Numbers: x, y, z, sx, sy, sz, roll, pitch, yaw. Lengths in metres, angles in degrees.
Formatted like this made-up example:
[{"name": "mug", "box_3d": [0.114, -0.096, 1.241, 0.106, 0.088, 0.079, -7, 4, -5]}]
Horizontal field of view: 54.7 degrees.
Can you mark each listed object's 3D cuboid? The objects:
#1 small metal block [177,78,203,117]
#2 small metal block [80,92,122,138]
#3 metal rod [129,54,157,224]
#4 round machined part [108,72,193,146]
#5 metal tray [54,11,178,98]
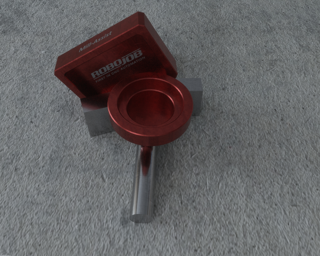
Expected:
[{"name": "small metal block", "box_3d": [0.030, -0.041, 0.423, 0.050, 0.050, 0.025, -1, 50, -2]}, {"name": "small metal block", "box_3d": [-0.072, -0.018, 0.402, 0.050, 0.050, 0.025, -15, 52, -13]}, {"name": "metal rod", "box_3d": [-0.014, -0.019, 0.421, 0.025, 0.025, 0.300, 2, 50, 1]}, {"name": "round machined part", "box_3d": [-0.011, -0.018, 0.373, 0.099, 0.042, 0.098, 2, 53, -2]}, {"name": "metal tray", "box_3d": [-0.055, -0.078, 0.397, 0.130, 0.090, 0.030, -23, 46, 19]}]
